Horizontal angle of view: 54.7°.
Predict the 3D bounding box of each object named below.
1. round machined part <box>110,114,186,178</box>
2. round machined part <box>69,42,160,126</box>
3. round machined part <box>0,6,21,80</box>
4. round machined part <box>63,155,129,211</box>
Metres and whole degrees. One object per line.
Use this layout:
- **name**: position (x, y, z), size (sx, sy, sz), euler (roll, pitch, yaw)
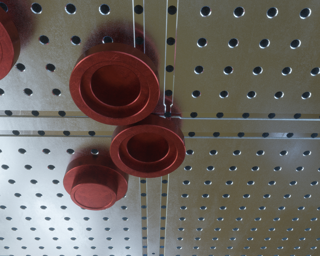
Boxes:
- **round machined part**: position (-0.016, 0.020, 0.417), size (0.099, 0.042, 0.097), euler (-1, 130, 0)
- **round machined part**: position (-0.049, -0.053, 0.355), size (0.099, 0.042, 0.097), euler (-1, 130, 0)
- **round machined part**: position (-0.193, -0.096, 0.316), size (0.099, 0.042, 0.097), euler (-1, 130, 0)
- **round machined part**: position (-0.099, 0.090, 0.476), size (0.099, 0.042, 0.097), euler (0, 130, 0)
